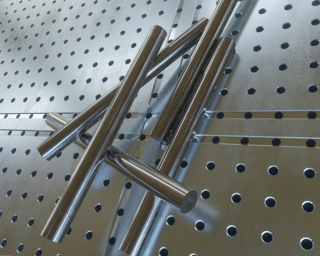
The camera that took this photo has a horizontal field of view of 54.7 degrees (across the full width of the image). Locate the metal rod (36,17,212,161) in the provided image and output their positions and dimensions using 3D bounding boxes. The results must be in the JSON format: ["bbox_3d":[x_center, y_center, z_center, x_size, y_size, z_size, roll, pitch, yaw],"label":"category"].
[{"bbox_3d":[-0.042,-0.061,0.437,0.301,0.025,0.025,-40,51,-11],"label":"metal rod"}]

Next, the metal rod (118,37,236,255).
[{"bbox_3d":[0.029,0.010,0.385,0.025,0.025,0.300,15,69,33],"label":"metal rod"}]

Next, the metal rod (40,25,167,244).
[{"bbox_3d":[-0.060,-0.008,0.386,0.025,0.025,0.300,11,66,32],"label":"metal rod"}]

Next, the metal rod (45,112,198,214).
[{"bbox_3d":[-0.073,0.029,0.406,0.300,0.025,0.025,23,74,42],"label":"metal rod"}]

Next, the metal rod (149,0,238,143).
[{"bbox_3d":[0.064,-0.115,0.434,0.025,0.025,0.300,18,74,34],"label":"metal rod"}]
